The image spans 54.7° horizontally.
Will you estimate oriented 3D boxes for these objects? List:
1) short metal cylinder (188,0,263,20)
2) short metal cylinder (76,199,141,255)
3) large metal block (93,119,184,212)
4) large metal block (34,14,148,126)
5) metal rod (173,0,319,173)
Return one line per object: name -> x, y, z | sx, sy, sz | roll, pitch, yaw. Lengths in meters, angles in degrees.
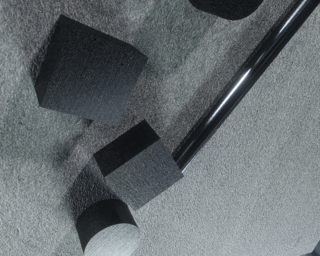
short metal cylinder -> 0.071, -0.161, 0.330 | 0.081, 0.050, 0.079 | -14, 124, -21
short metal cylinder -> -0.074, 0.149, 0.443 | 0.081, 0.050, 0.079 | -14, 124, -21
large metal block -> -0.026, 0.049, 0.407 | 0.080, 0.050, 0.080 | -35, 129, -5
large metal block -> -0.072, -0.057, 0.317 | 0.081, 0.050, 0.080 | 15, 110, -35
metal rod -> 0.114, -0.059, 0.432 | 0.025, 0.025, 0.299 | 30, 101, -38
